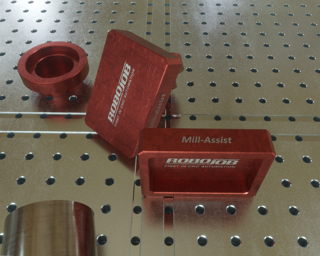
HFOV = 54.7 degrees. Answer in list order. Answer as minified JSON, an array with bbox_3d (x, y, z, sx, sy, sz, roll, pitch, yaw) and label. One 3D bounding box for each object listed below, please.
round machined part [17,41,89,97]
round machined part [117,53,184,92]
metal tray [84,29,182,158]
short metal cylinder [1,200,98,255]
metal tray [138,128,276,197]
[{"bbox_3d":[-0.156,-0.084,0.465,0.099,0.042,0.098,0,50,0],"label":"round machined part"},{"bbox_3d":[-0.014,-0.069,0.431,0.099,0.098,0.042,-14,91,-12],"label":"round machined part"},{"bbox_3d":[-0.038,-0.041,0.375,0.090,0.129,0.030,34,28,25],"label":"metal tray"},{"bbox_3d":[-0.099,0.107,0.280,0.081,0.080,0.050,-9,51,-8],"label":"short metal cylinder"},{"bbox_3d":[0.045,0.040,0.332,0.131,0.089,0.030,1,50,0],"label":"metal tray"}]
